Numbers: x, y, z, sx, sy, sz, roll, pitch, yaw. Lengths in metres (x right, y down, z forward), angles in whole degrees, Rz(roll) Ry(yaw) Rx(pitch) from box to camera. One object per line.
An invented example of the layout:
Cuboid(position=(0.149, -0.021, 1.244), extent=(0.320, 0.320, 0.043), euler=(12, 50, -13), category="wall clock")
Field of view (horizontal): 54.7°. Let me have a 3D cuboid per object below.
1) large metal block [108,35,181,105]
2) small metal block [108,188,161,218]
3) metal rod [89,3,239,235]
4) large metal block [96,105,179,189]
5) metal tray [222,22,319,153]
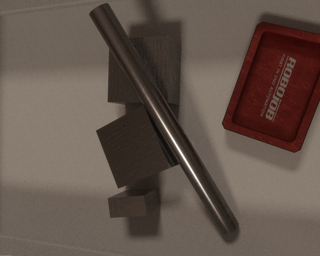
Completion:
Cuboid(position=(-0.019, -0.071, 0.403), extent=(0.080, 0.050, 0.079), euler=(2, 91, 19), category="large metal block")
Cuboid(position=(-0.033, 0.098, 0.408), extent=(0.050, 0.050, 0.025), euler=(-9, 87, 19), category="small metal block")
Cuboid(position=(0.009, -0.004, 0.362), extent=(0.025, 0.025, 0.299), euler=(-29, 98, 17), category="metal rod")
Cuboid(position=(-0.024, 0.023, 0.398), extent=(0.080, 0.050, 0.080), euler=(-26, 82, 28), category="large metal block")
Cuboid(position=(0.137, -0.047, 0.359), extent=(0.090, 0.030, 0.129), euler=(20, 97, 18), category="metal tray")
